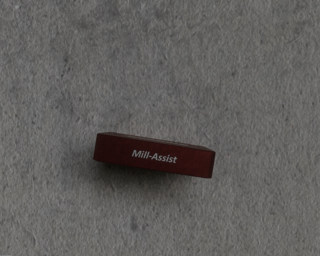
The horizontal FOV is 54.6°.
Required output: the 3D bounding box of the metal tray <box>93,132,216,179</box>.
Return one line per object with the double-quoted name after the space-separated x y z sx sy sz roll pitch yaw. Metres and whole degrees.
-0.006 0.030 0.377 0.131 0.090 0.030 9 90 0 "metal tray"
